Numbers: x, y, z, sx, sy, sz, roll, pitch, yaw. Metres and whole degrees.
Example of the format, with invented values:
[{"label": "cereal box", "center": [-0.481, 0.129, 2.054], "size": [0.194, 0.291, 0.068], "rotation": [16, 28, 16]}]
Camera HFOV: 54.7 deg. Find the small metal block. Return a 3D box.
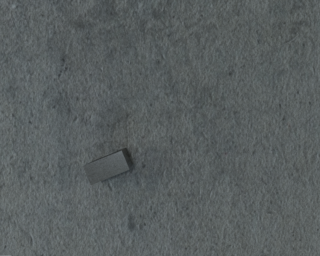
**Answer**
[{"label": "small metal block", "center": [-0.065, 0.048, 0.397], "size": [0.050, 0.050, 0.025], "rotation": [-22, 90, 0]}]
